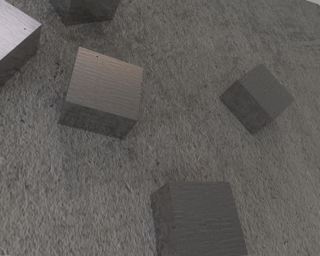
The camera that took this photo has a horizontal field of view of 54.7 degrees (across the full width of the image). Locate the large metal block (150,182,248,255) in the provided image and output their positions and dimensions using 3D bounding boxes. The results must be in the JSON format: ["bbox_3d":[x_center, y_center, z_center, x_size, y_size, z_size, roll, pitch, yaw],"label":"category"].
[{"bbox_3d":[0.040,0.106,0.345,0.081,0.050,0.080,5,60,-26],"label":"large metal block"}]

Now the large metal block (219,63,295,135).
[{"bbox_3d":[0.157,-0.048,0.501,0.081,0.050,0.080,-34,81,-38],"label":"large metal block"}]

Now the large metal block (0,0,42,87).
[{"bbox_3d":[-0.194,-0.100,0.345,0.080,0.050,0.080,32,52,-8],"label":"large metal block"}]

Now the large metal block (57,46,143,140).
[{"bbox_3d":[-0.070,-0.040,0.374,0.081,0.050,0.080,15,56,-20],"label":"large metal block"}]

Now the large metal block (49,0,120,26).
[{"bbox_3d":[-0.115,-0.200,0.448,0.081,0.050,0.080,-24,75,-36],"label":"large metal block"}]
